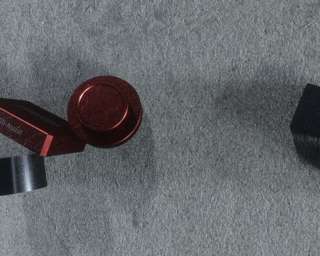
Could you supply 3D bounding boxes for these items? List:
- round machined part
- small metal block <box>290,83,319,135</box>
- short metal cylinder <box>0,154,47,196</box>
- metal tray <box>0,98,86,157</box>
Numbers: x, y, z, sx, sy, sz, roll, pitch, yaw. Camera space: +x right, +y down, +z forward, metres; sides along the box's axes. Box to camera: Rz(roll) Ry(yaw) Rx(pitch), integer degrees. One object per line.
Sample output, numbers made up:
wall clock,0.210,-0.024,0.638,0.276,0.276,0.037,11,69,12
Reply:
round machined part,-0.074,-0.024,0.408,0.099,0.042,0.098,0,77,1
small metal block,0.180,-0.017,0.345,0.050,0.025,0.050,21,97,18
short metal cylinder,-0.211,0.067,0.454,0.080,0.080,0.050,-9,87,20
metal tray,-0.178,-0.004,0.437,0.130,0.090,0.030,25,99,18
